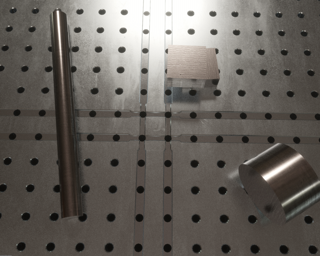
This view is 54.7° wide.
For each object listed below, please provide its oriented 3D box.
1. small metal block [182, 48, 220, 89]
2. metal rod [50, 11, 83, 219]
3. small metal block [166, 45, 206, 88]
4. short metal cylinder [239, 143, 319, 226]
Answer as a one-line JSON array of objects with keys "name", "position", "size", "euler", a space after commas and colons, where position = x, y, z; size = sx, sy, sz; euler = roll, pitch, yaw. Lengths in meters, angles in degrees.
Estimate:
[{"name": "small metal block", "position": [0.055, -0.085, 0.444], "size": [0.050, 0.025, 0.050], "euler": [-4, 70, -2]}, {"name": "metal rod", "position": [-0.130, -0.031, 0.421], "size": [0.025, 0.025, 0.299], "euler": [-9, 70, -4]}, {"name": "small metal block", "position": [0.035, -0.083, 0.416], "size": [0.050, 0.025, 0.050], "euler": [3, 70, 1]}, {"name": "short metal cylinder", "position": [0.137, 0.065, 0.361], "size": [0.050, 0.080, 0.080], "euler": [-29, 73, -10]}]
